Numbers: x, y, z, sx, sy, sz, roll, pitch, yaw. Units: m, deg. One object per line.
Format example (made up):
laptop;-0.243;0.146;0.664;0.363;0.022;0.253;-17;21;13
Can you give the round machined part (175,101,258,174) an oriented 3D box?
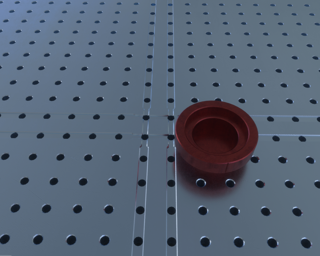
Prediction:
round machined part;0.067;0.015;0.385;0.099;0.042;0.098;0;50;0
